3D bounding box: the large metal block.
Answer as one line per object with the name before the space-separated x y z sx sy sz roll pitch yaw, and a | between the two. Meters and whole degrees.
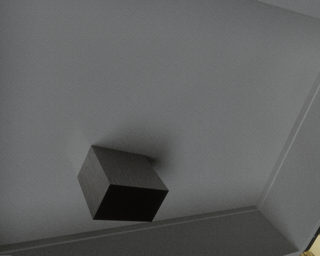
large metal block | -0.049 0.070 0.391 0.081 0.080 0.050 14 111 -35
